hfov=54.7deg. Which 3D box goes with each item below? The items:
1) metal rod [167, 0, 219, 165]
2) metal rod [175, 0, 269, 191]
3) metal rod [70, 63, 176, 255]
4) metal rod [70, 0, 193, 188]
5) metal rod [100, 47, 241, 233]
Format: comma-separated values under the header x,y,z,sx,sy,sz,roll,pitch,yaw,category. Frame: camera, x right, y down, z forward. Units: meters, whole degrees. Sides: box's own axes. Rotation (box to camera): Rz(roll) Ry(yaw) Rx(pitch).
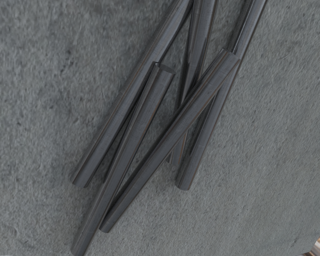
x,y,z,sx,sy,sz,roll,pitch,yaw,category
0.039,-0.075,0.361,0.025,0.025,0.298,-9,129,-24,metal rod
0.079,-0.040,0.427,0.025,0.025,0.298,4,116,-31,metal rod
-0.056,0.057,0.396,0.025,0.025,0.298,11,118,-33,metal rod
-0.025,-0.055,0.360,0.025,0.025,0.299,22,106,-37,metal rod
-0.001,0.031,0.395,0.025,0.025,0.298,18,119,-36,metal rod
